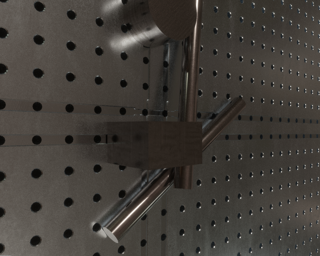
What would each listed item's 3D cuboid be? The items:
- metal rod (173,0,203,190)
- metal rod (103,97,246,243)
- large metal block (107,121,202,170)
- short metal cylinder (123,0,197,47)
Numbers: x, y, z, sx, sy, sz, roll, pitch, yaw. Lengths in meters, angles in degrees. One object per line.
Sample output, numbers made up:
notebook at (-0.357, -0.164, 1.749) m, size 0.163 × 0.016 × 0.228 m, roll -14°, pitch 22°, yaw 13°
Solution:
metal rod at (0.041, -0.068, 0.427) m, size 0.025 × 0.025 × 0.299 m, roll 13°, pitch 76°, yaw -40°
metal rod at (0.038, 0.042, 0.443) m, size 0.302 × 0.025 × 0.025 m, roll -41°, pitch 115°, yaw -33°
large metal block at (-0.007, 0.017, 0.370) m, size 0.081 × 0.080 × 0.050 m, roll 0°, pitch 91°, yaw -40°
short metal cylinder at (0.001, -0.148, 0.395) m, size 0.081 × 0.050 × 0.079 m, roll 0°, pitch 90°, yaw -40°
